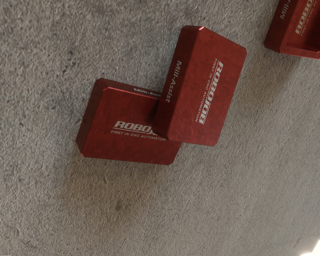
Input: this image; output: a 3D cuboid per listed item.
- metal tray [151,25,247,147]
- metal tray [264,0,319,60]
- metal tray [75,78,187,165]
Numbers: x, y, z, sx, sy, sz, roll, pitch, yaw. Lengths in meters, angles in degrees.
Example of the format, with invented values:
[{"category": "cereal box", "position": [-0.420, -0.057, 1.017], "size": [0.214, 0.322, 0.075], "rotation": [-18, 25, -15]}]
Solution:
[{"category": "metal tray", "position": [0.049, -0.046, 0.376], "size": [0.091, 0.030, 0.129], "rotation": [10, 101, -41]}, {"category": "metal tray", "position": [0.203, -0.162, 0.413], "size": [0.091, 0.030, 0.129], "rotation": [0, 118, -29]}, {"category": "metal tray", "position": [-0.027, -0.003, 0.387], "size": [0.131, 0.030, 0.089], "rotation": [10, 113, -33]}]
